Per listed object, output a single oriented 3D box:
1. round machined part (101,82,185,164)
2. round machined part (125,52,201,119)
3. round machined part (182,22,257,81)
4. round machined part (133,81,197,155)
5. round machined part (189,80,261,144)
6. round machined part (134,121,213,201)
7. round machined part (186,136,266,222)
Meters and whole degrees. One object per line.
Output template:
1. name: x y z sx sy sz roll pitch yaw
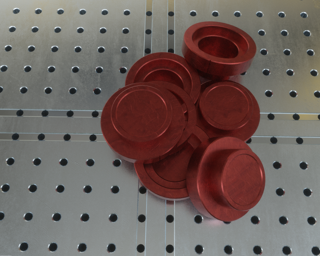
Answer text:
1. round machined part: -0.020 -0.010 0.361 0.099 0.042 0.098 0 70 0
2. round machined part: 0.004 -0.050 0.421 0.099 0.042 0.098 0 70 0
3. round machined part: 0.078 -0.102 0.429 0.099 0.042 0.098 4 49 -5
4. round machined part: -0.003 -0.009 0.406 0.099 0.042 0.098 0 70 0
5. round machined part: 0.084 -0.022 0.411 0.099 0.042 0.098 0 70 0
6. round machined part: 0.018 0.041 0.388 0.099 0.042 0.098 0 70 0
7. round machined part: 0.082 0.058 0.356 0.099 0.042 0.098 3 84 -32
